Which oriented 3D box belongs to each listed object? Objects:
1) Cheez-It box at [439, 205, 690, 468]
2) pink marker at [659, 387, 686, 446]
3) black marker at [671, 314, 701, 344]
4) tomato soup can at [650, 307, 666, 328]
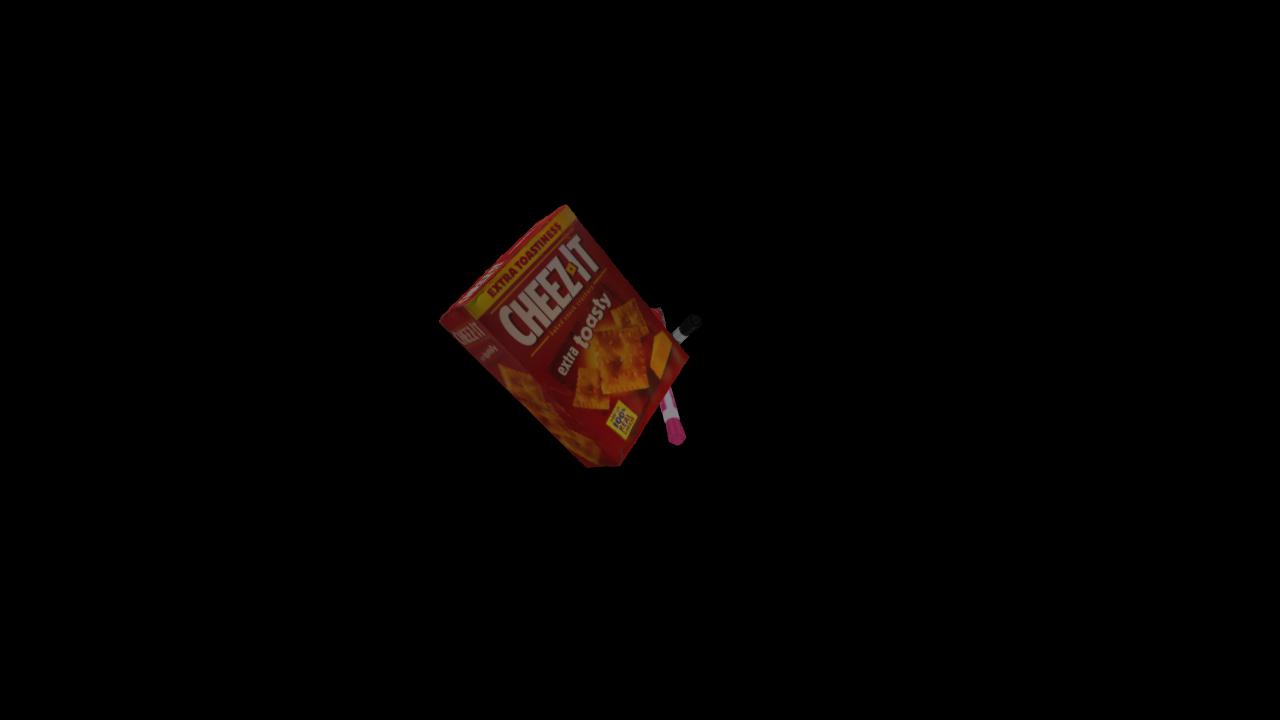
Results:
[{"bbox_3d":[-0.066,-0.021,0.638,0.071,0.223,0.166,-15,32,49],"label":"Cheez-It box"},{"bbox_3d":[0.029,0.044,0.674,0.020,0.020,0.121,0,43,-14],"label":"pink marker"},{"bbox_3d":[0.038,-0.020,0.764,0.020,0.020,0.121,0,-28,-33],"label":"black marker"},{"bbox_3d":[-0.026,-0.026,0.715,0.101,0.068,0.068,-2,0,-11],"label":"tomato soup can"}]
